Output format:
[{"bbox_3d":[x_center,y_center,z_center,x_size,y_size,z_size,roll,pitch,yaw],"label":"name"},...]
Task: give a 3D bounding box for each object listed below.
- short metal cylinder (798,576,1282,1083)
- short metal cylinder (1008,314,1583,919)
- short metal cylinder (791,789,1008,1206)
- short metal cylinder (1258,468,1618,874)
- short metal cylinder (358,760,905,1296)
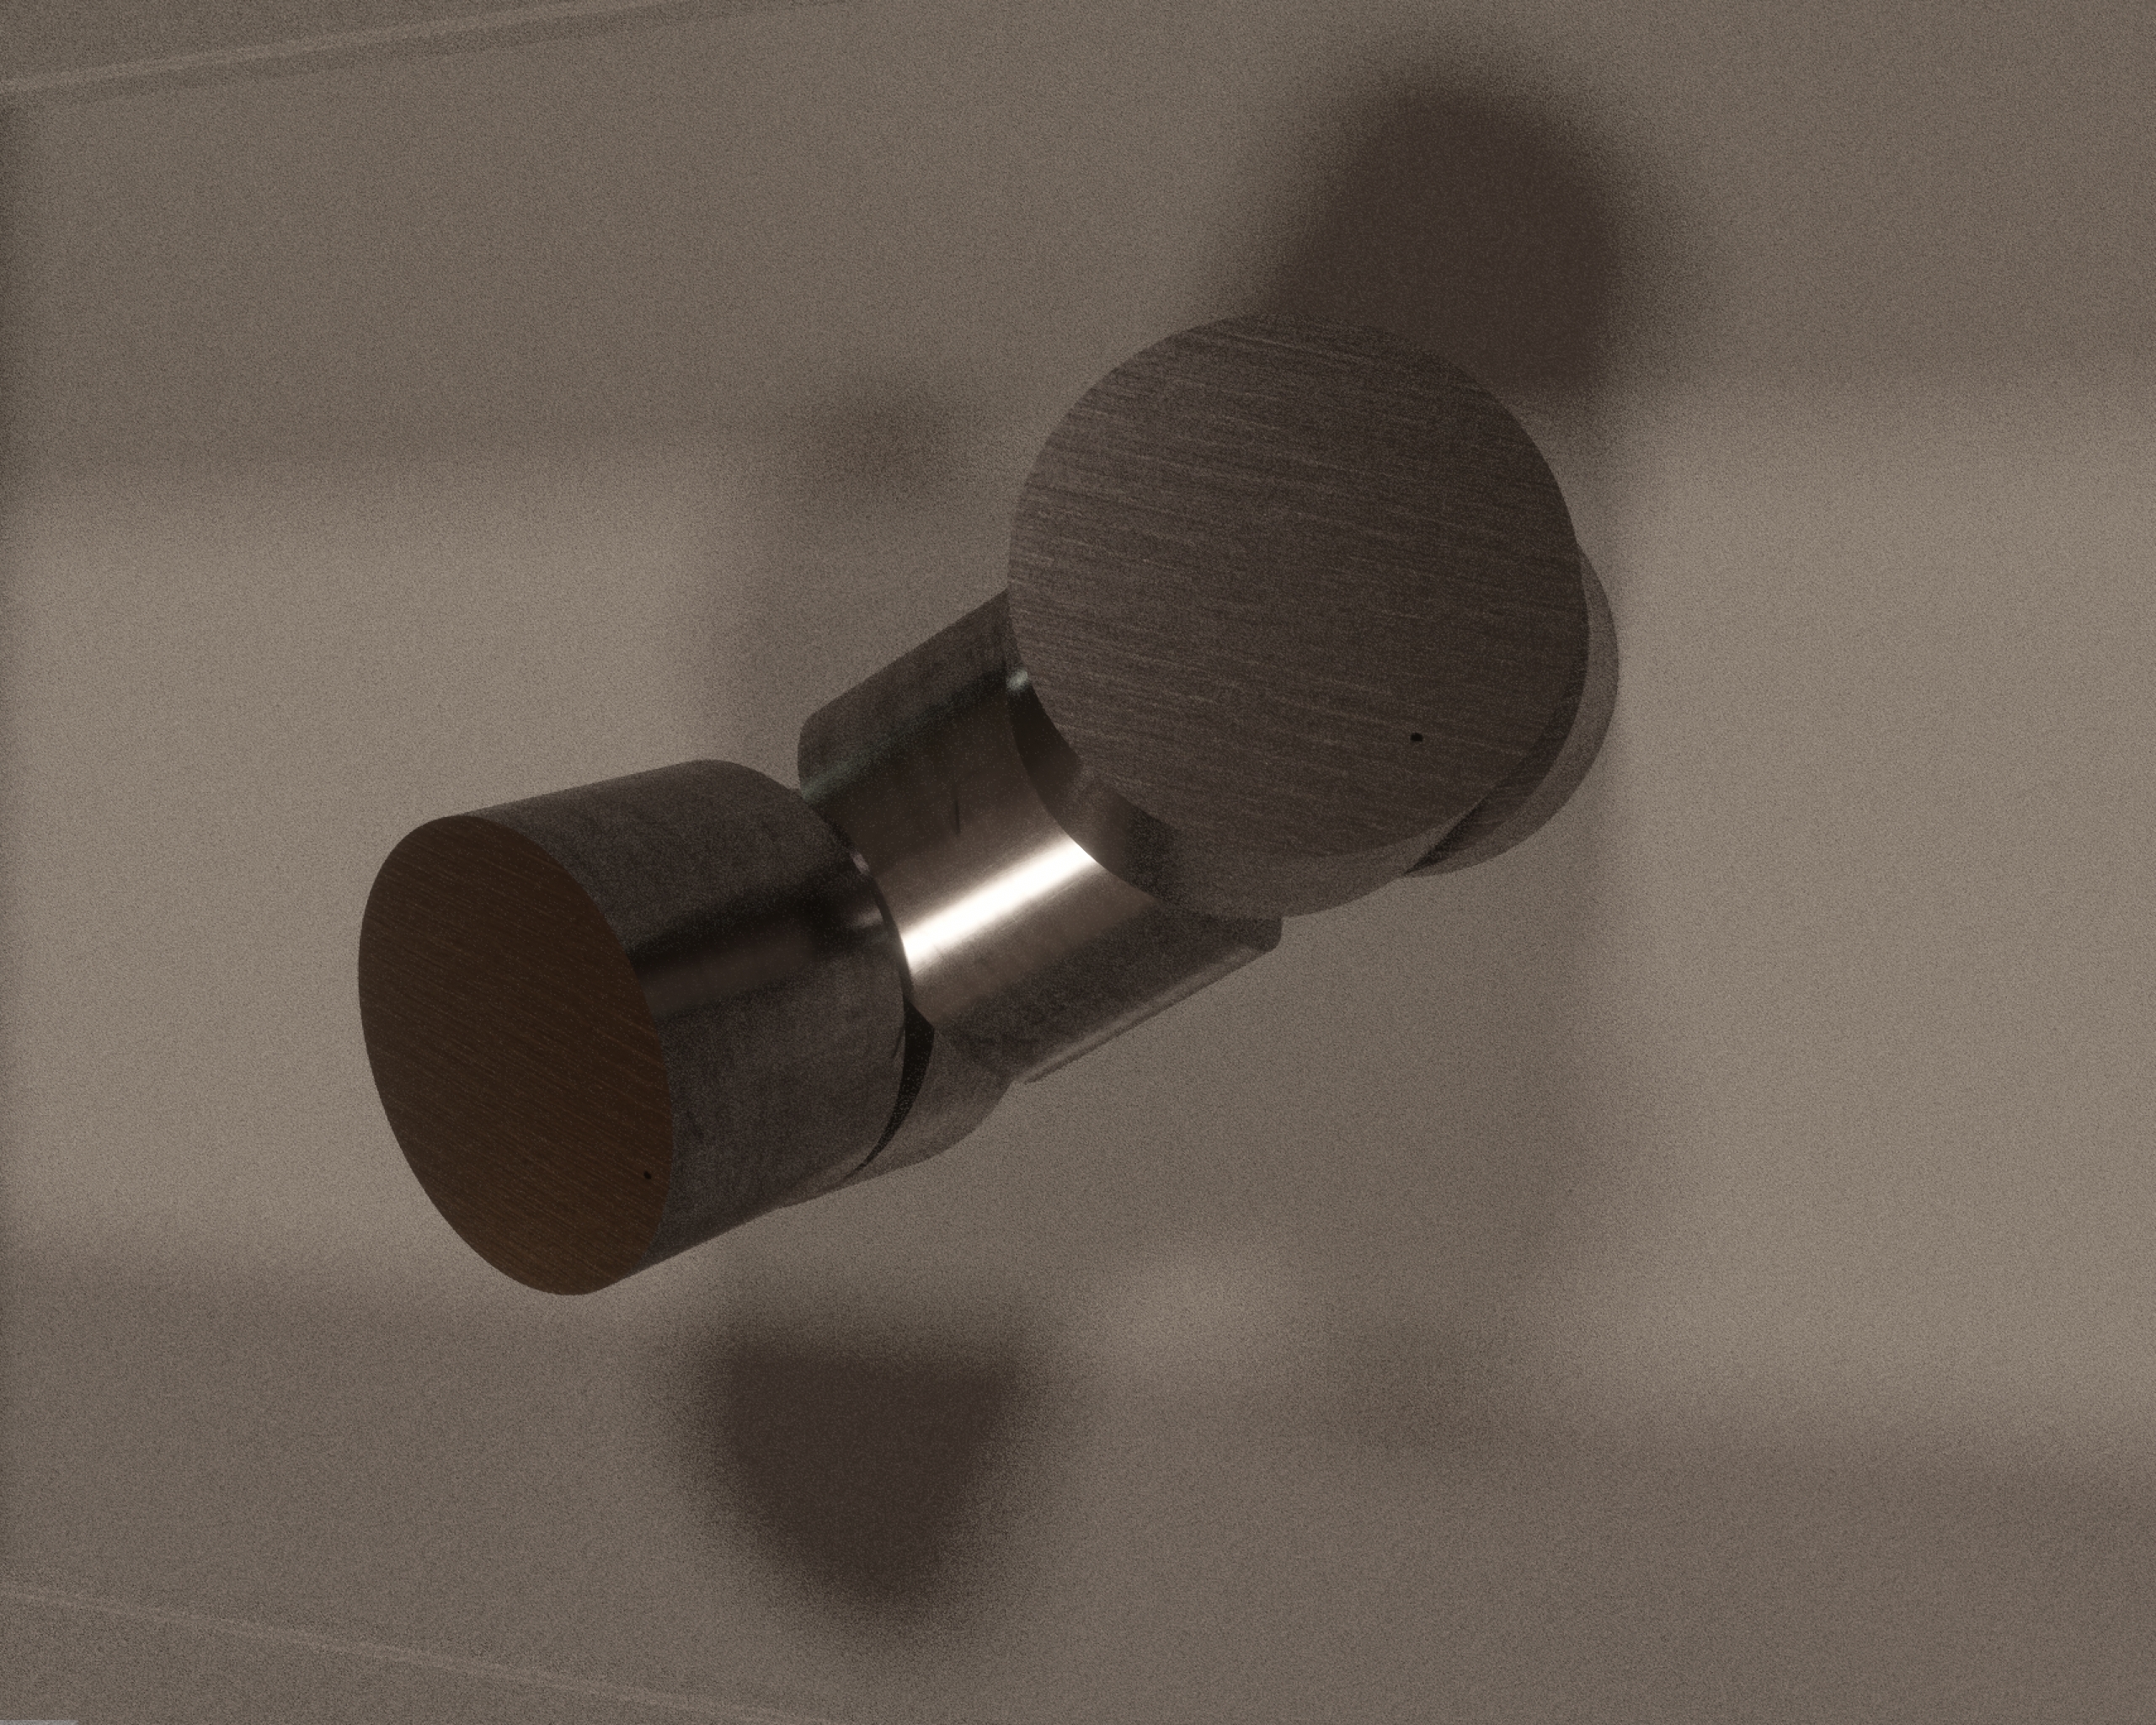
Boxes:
[{"bbox_3d":[-0.006,-0.007,0.381,0.050,0.080,0.080,-31,80,17],"label":"short metal cylinder"},{"bbox_3d":[0.030,-0.035,0.315,0.081,0.050,0.080,1,78,-2],"label":"short metal cylinder"},{"bbox_3d":[-0.055,0.025,0.414,0.080,0.050,0.079,0,90,19],"label":"short metal cylinder"},{"bbox_3d":[0.054,-0.037,0.376,0.080,0.050,0.079,0,90,19],"label":"short metal cylinder"},{"bbox_3d":[-0.076,0.026,0.353,0.080,0.050,0.079,12,110,37],"label":"short metal cylinder"}]
